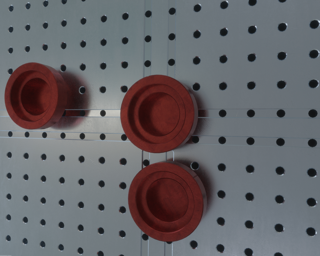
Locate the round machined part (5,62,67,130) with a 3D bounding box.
[{"bbox_3d":[-0.180,-0.046,0.468,0.098,0.042,0.097,0,90,20],"label":"round machined part"}]

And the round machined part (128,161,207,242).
[{"bbox_3d":[0.012,0.091,0.400,0.098,0.042,0.097,0,90,20],"label":"round machined part"}]

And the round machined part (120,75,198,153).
[{"bbox_3d":[0.002,-0.018,0.403,0.098,0.042,0.097,0,90,20],"label":"round machined part"}]
